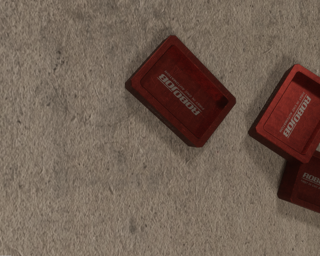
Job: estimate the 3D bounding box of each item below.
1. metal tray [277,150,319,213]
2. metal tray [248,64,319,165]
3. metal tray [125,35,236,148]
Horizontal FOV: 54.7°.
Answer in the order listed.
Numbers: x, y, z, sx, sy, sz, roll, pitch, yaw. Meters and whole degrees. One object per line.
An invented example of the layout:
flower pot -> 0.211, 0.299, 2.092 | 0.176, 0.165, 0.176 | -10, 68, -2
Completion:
metal tray -> 0.262, 0.092, 0.505 | 0.131, 0.030, 0.090 | 22, 83, -19
metal tray -> 0.207, -0.021, 0.468 | 0.090, 0.030, 0.130 | 34, 78, 4
metal tray -> 0.030, -0.047, 0.418 | 0.130, 0.030, 0.090 | 43, 76, -16
